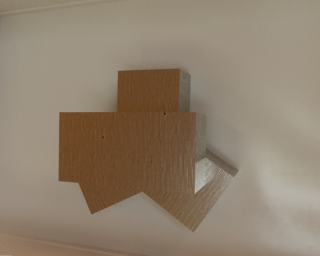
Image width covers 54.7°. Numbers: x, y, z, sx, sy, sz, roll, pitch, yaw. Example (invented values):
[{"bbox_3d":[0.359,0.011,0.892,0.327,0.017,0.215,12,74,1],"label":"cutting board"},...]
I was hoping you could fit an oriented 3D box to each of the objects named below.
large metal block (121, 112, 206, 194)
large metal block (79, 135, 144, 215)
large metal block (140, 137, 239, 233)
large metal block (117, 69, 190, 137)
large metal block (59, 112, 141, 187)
[{"bbox_3d":[0.005,0.024,0.339,0.080,0.050,0.080,1,90,20],"label":"large metal block"},{"bbox_3d":[-0.063,0.059,0.418,0.080,0.050,0.080,-27,81,18],"label":"large metal block"},{"bbox_3d":[0.037,0.064,0.381,0.080,0.050,0.080,36,101,17],"label":"large metal block"},{"bbox_3d":[-0.007,-0.031,0.398,0.080,0.050,0.080,2,91,20],"label":"large metal block"},{"bbox_3d":[-0.070,0.022,0.367,0.080,0.050,0.080,1,90,20],"label":"large metal block"}]
